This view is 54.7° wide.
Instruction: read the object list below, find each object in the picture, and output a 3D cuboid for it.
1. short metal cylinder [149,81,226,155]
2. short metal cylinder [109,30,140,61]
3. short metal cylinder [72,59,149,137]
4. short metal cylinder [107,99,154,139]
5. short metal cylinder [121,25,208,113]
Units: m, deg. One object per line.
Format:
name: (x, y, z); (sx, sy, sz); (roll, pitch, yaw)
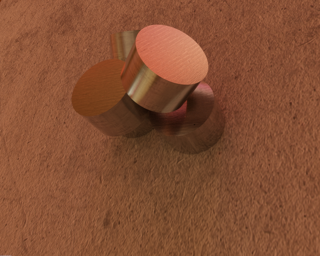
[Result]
short metal cylinder: (0.034, -0.014, 0.378); (0.080, 0.050, 0.080); (-13, 56, 20)
short metal cylinder: (-0.029, -0.108, 0.442); (0.080, 0.080, 0.050); (0, 101, 28)
short metal cylinder: (-0.058, -0.036, 0.375); (0.080, 0.050, 0.080); (-13, 56, 20)
short metal cylinder: (-0.041, -0.032, 0.429); (0.080, 0.050, 0.080); (-13, 56, 20)
short metal cylinder: (0.004, -0.063, 0.332); (0.050, 0.081, 0.080); (127, 147, -50)
